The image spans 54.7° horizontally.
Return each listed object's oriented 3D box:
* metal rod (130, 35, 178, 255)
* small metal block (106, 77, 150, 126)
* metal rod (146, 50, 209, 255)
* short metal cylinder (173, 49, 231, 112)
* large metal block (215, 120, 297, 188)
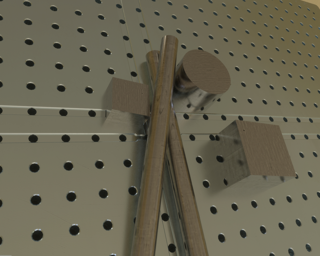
[{"bbox_3d":[-0.002,0.007,0.381,0.025,0.025,0.299,17,61,-19],"label":"metal rod"},{"bbox_3d":[-0.042,-0.035,0.407,0.050,0.025,0.050,10,57,-23],"label":"small metal block"},{"bbox_3d":[0.017,0.022,0.403,0.025,0.025,0.299,3,60,-27],"label":"metal rod"},{"bbox_3d":[0.058,-0.070,0.466,0.081,0.050,0.080,14,56,-21],"label":"short metal cylinder"},{"bbox_3d":[0.134,0.039,0.440,0.081,0.050,0.080,6,59,-25],"label":"large metal block"}]
